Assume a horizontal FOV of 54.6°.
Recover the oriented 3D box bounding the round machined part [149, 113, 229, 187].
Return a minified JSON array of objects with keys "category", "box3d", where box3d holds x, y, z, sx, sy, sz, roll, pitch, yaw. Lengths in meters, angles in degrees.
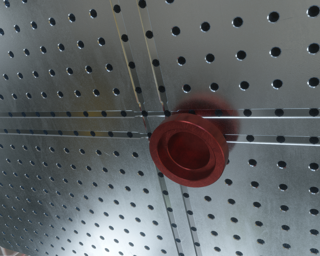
[{"category":"round machined part","box3d":[0.039,0.024,0.395,0.098,0.042,0.097,13,124,21]}]
